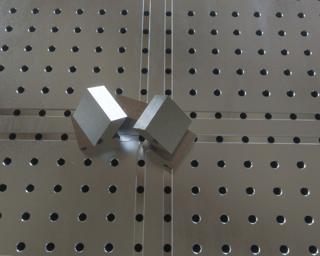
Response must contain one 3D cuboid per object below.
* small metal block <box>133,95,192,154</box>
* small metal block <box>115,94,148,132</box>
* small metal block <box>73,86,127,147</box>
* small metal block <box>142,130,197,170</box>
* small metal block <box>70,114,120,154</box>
[{"bbox_3d":[0.004,-0.004,0.372,0.050,0.025,0.050,44,69,-32],"label":"small metal block"},{"bbox_3d":[-0.034,-0.016,0.404,0.050,0.050,0.025,18,71,6],"label":"small metal block"},{"bbox_3d":[-0.073,-0.014,0.373,0.025,0.050,0.050,-20,66,-48],"label":"small metal block"},{"bbox_3d":[0.012,0.019,0.405,0.050,0.025,0.050,34,73,11],"label":"small metal block"},{"bbox_3d":[-0.086,0.001,0.411,0.050,0.025,0.050,-18,71,-7],"label":"small metal block"}]
